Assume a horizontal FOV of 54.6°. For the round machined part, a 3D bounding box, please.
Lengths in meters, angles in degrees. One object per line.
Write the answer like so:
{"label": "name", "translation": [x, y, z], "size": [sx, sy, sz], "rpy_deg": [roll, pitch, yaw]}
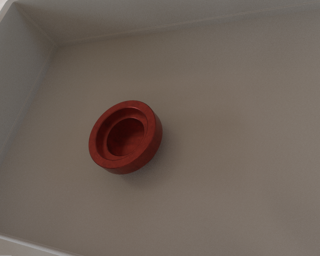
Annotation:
{"label": "round machined part", "translation": [-0.041, 0.015, 0.408], "size": [0.098, 0.042, 0.098], "rpy_deg": [-13, 56, 21]}
